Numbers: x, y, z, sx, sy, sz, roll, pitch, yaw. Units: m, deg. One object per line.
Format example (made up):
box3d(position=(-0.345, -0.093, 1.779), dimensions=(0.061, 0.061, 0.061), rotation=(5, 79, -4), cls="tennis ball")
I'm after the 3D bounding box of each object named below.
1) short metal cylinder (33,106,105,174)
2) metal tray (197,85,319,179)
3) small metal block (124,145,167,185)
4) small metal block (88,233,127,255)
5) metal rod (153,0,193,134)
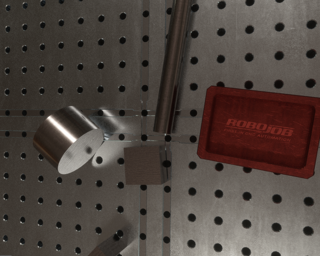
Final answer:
box3d(position=(-0.124, 0.017, 0.426), dimensions=(0.050, 0.080, 0.080), rotation=(40, 102, 15), cls="short metal cylinder")
box3d(position=(0.116, 0.002, 0.368), dimensions=(0.130, 0.030, 0.089), rotation=(9, 93, 19), cls="metal tray")
box3d(position=(-0.019, 0.050, 0.419), dimensions=(0.050, 0.025, 0.050), rotation=(-4, 89, 19), cls="small metal block")
box3d(position=(-0.080, 0.179, 0.426), dimensions=(0.025, 0.050, 0.050), rotation=(45, 104, 14), cls="small metal block")
box3d(position=(0.026, -0.141, 0.402), dimensions=(0.025, 0.025, 0.298), rotation=(10, 93, 19), cls="metal rod")
